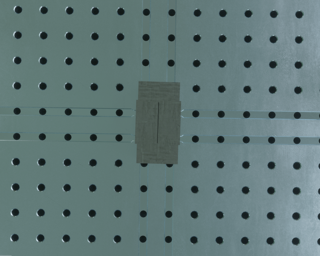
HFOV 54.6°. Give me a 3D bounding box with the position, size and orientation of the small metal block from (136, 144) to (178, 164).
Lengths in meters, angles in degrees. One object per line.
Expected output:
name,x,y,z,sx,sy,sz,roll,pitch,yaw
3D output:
small metal block,-0.003,0.031,0.400,0.050,0.050,0.025,2,90,0

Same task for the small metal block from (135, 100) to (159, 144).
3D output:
small metal block,-0.015,-0.007,0.375,0.025,0.050,0.050,2,90,0

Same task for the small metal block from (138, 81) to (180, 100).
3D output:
small metal block,-0.001,-0.044,0.400,0.050,0.050,0.025,2,90,0

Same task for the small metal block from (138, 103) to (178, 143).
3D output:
small metal block,-0.003,-0.007,0.413,0.050,0.025,0.050,2,90,1

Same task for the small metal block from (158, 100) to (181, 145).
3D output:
small metal block,0.011,-0.006,0.376,0.025,0.050,0.050,2,90,1
